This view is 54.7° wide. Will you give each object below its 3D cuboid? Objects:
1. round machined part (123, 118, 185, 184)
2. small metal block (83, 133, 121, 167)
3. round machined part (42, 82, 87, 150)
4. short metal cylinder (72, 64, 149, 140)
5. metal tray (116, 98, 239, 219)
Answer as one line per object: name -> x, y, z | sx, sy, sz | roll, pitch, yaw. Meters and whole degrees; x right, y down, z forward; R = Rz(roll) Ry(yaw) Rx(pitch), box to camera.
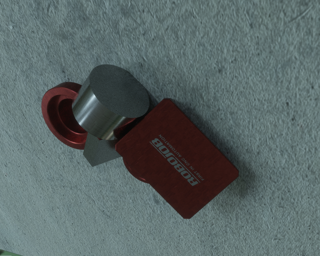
round machined part -> -0.012, 0.038, 0.425 | 0.098, 0.042, 0.097 | 13, 124, 20
small metal block -> -0.071, 0.020, 0.417 | 0.025, 0.050, 0.050 | 46, 133, 28
round machined part -> -0.116, -0.021, 0.443 | 0.098, 0.042, 0.097 | 13, 124, 20
short metal cylinder -> -0.061, -0.032, 0.384 | 0.080, 0.080, 0.050 | 44, 129, -3
metal tray -> 0.021, 0.037, 0.387 | 0.090, 0.030, 0.130 | -43, 95, 7
